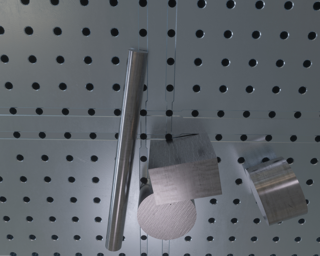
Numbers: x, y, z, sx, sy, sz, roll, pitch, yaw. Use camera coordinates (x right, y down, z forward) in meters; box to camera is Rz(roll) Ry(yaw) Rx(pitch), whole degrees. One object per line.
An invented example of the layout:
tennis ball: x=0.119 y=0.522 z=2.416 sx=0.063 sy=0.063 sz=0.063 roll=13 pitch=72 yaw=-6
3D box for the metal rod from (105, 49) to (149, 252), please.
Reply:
metal rod: x=-0.049 y=0.044 z=0.429 sx=0.025 sy=0.025 sz=0.298 roll=8 pitch=110 yaw=-3

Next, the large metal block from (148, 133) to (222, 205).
large metal block: x=0.031 y=0.050 z=0.403 sx=0.080 sy=0.080 sz=0.050 roll=-10 pitch=110 yaw=3

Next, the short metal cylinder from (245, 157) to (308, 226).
short metal cylinder: x=0.154 y=0.084 z=0.417 sx=0.050 sy=0.080 sz=0.080 roll=-21 pitch=109 yaw=7

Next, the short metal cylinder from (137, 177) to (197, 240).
short metal cylinder: x=0.009 y=0.110 z=0.441 sx=0.081 sy=0.050 sz=0.079 roll=0 pitch=110 yaw=0
